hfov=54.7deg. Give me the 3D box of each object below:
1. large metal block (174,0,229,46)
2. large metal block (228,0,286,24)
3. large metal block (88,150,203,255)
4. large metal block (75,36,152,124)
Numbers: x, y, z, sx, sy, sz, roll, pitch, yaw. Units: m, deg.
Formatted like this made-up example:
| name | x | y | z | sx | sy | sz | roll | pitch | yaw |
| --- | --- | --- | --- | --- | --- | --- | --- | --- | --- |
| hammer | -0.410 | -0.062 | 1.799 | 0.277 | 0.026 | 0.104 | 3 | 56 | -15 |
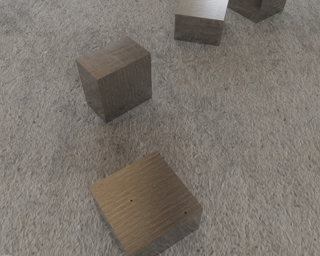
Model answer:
| name | x | y | z | sx | sy | sz | roll | pitch | yaw |
| --- | --- | --- | --- | --- | --- | --- | --- | --- | --- |
| large metal block | 0.074 | -0.195 | 0.551 | 0.080 | 0.050 | 0.080 | 11 | 51 | 9 |
| large metal block | 0.190 | -0.257 | 0.604 | 0.081 | 0.050 | 0.080 | -31 | 57 | -23 |
| large metal block | -0.015 | 0.082 | 0.317 | 0.081 | 0.050 | 0.080 | -27 | 55 | -21 |
| large metal block | -0.059 | -0.065 | 0.422 | 0.080 | 0.080 | 0.050 | -33 | 57 | -24 |
